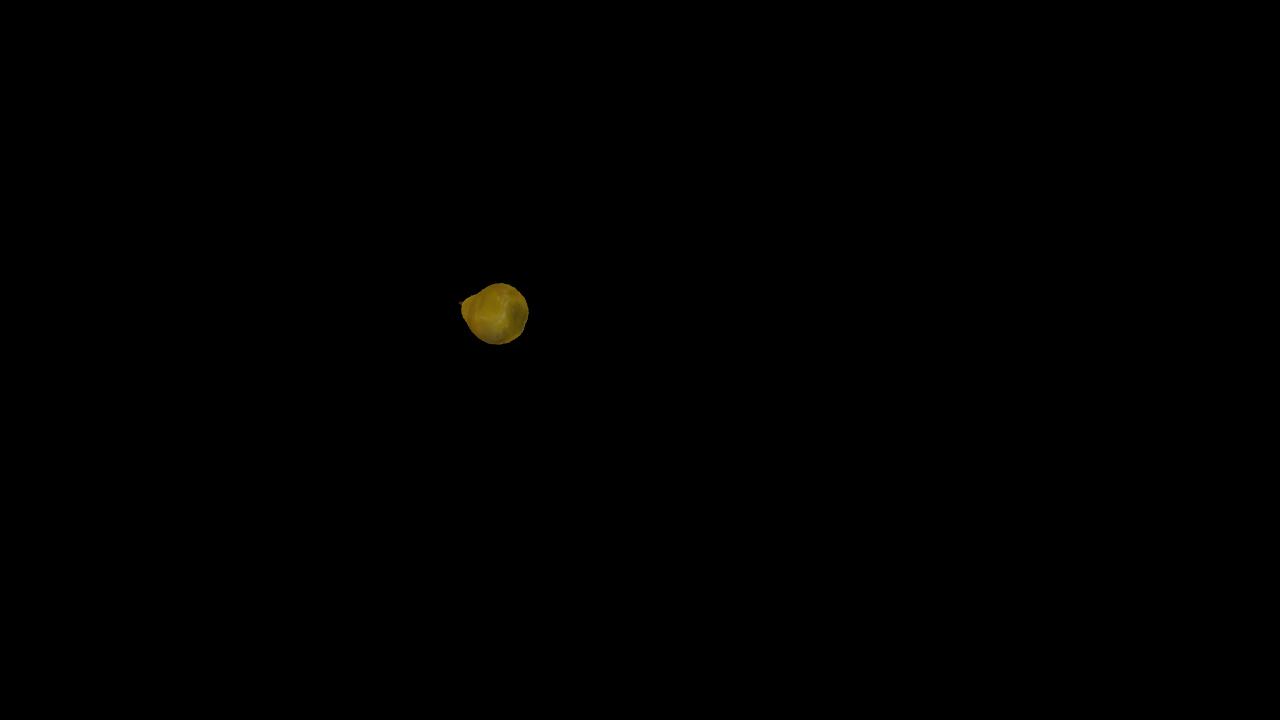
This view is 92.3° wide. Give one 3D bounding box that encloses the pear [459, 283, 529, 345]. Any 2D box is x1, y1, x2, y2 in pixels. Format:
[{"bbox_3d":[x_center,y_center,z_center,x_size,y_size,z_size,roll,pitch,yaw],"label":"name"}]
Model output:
[{"bbox_3d":[-0.204,-0.061,0.800,0.111,0.080,0.080,4,2,26],"label":"pear"}]
